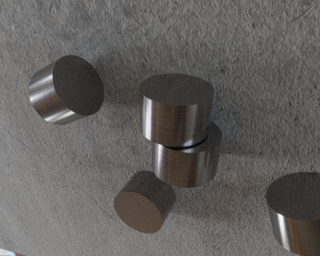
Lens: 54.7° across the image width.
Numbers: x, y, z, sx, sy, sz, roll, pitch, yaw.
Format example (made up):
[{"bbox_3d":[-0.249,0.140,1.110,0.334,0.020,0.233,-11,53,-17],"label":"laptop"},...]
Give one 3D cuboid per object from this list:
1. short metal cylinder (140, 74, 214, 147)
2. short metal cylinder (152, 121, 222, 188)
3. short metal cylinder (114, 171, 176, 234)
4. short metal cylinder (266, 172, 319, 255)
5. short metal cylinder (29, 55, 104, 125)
[{"bbox_3d":[0.018,-0.022,0.348,0.080,0.080,0.050,15,125,19],"label":"short metal cylinder"},{"bbox_3d":[0.031,0.025,0.371,0.080,0.080,0.050,15,125,20],"label":"short metal cylinder"},{"bbox_3d":[-0.022,0.113,0.472,0.080,0.050,0.079,13,124,21],"label":"short metal cylinder"},{"bbox_3d":[0.163,0.093,0.343,0.080,0.080,0.050,-4,116,30],"label":"short metal cylinder"},{"bbox_3d":[-0.120,-0.048,0.405,0.050,0.080,0.080,-16,110,35],"label":"short metal cylinder"}]
